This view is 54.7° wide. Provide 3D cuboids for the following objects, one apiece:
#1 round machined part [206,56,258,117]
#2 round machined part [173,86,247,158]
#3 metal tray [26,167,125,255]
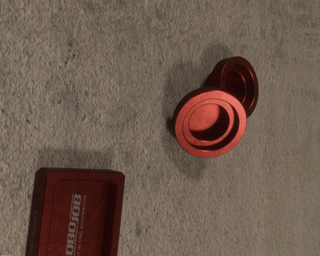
[{"bbox_3d":[0.110,-0.061,0.488,0.099,0.042,0.097,0,90,-40],"label":"round machined part"},{"bbox_3d":[0.066,-0.011,0.430,0.099,0.042,0.097,-3,114,-6],"label":"round machined part"},{"bbox_3d":[-0.088,0.109,0.328,0.091,0.030,0.129,9,84,-40],"label":"metal tray"}]
